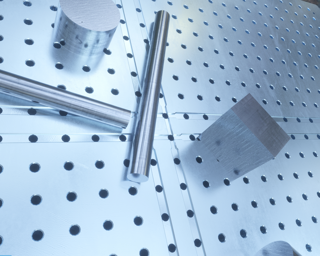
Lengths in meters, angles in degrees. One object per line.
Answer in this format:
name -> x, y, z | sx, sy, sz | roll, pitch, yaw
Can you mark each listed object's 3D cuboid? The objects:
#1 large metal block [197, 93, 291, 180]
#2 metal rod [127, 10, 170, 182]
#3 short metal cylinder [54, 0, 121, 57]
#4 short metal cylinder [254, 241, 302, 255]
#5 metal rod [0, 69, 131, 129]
large metal block -> 0.113, 0.013, 0.426 | 0.080, 0.080, 0.050 | 50, 51, 6
metal rod -> -0.011, -0.066, 0.442 | 0.025, 0.025, 0.300 | 19, 54, -17
short metal cylinder -> -0.101, -0.146, 0.427 | 0.081, 0.050, 0.080 | 14, 56, -21
short metal cylinder -> 0.133, 0.173, 0.339 | 0.050, 0.080, 0.080 | 43, 51, 1
metal rod -> -0.178, -0.052, 0.343 | 0.302, 0.025, 0.025 | 17, 55, -19
